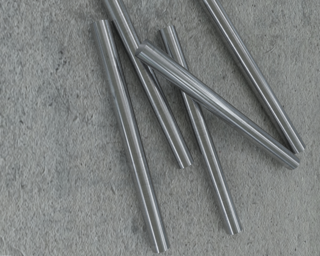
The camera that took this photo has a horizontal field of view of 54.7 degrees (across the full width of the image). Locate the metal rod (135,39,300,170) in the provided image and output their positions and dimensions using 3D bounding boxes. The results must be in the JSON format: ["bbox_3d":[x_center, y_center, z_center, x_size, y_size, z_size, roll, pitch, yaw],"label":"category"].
[{"bbox_3d":[0.093,-0.019,0.423,0.301,0.025,0.025,33,79,-25],"label":"metal rod"}]

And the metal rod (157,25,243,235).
[{"bbox_3d":[0.057,0.008,0.429,0.025,0.025,0.298,-22,98,-19],"label":"metal rod"}]

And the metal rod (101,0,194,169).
[{"bbox_3d":[-0.026,-0.085,0.398,0.025,0.025,0.299,-27,99,-18],"label":"metal rod"}]

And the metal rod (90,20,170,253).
[{"bbox_3d":[-0.036,0.015,0.395,0.025,0.025,0.298,-17,96,-19],"label":"metal rod"}]

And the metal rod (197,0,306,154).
[{"bbox_3d":[0.133,-0.086,0.457,0.025,0.025,0.299,-39,103,-16],"label":"metal rod"}]
